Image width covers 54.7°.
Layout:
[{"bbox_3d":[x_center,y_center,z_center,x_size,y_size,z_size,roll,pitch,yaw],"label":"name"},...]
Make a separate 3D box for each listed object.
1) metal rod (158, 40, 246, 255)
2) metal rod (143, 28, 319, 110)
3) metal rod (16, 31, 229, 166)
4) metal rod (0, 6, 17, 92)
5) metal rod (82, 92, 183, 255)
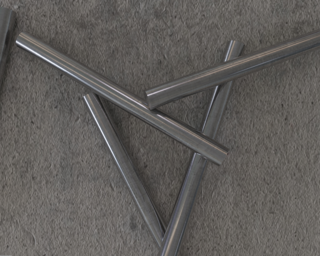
[{"bbox_3d":[0.053,0.031,0.396,0.025,0.025,0.299,19,85,0],"label":"metal rod"},{"bbox_3d":[0.125,-0.085,0.387,0.302,0.025,0.025,-21,90,-10],"label":"metal rod"},{"bbox_3d":[-0.052,-0.041,0.388,0.301,0.025,0.025,31,90,8],"label":"metal rod"},{"bbox_3d":[-0.233,-0.009,0.407,0.025,0.025,0.298,12,90,0],"label":"metal rod"},{"bbox_3d":[-0.024,0.090,0.409,0.025,0.025,0.299,-27,90,0],"label":"metal rod"}]
